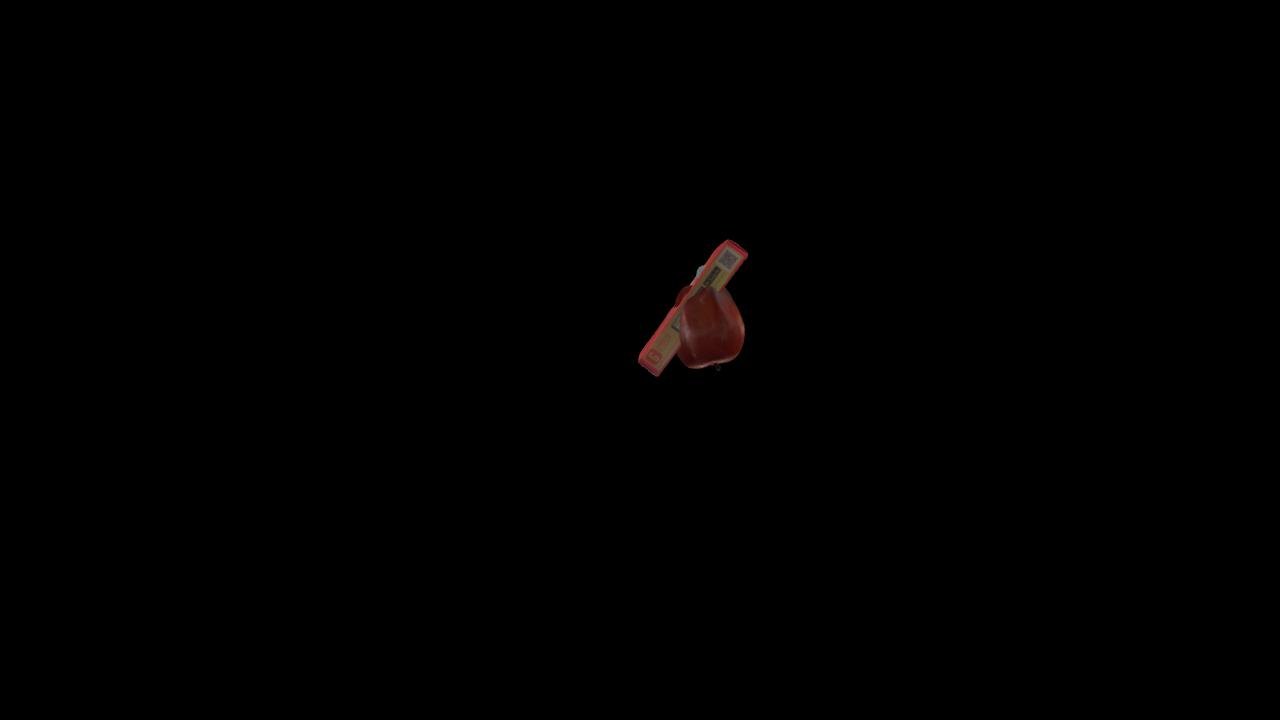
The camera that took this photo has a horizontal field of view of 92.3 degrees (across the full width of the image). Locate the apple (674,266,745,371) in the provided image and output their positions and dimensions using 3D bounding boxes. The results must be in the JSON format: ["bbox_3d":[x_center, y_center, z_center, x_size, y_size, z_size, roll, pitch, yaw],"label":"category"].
[{"bbox_3d":[0.069,-0.033,0.636,0.079,0.093,0.079,-12,3,1],"label":"apple"}]

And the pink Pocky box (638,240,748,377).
[{"bbox_3d":[0.053,-0.055,0.652,0.029,0.155,0.084,36,5,-3],"label":"pink Pocky box"}]

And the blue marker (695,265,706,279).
[{"bbox_3d":[0.064,-0.062,0.675,0.020,0.020,0.121,0,-26,-3],"label":"blue marker"}]
